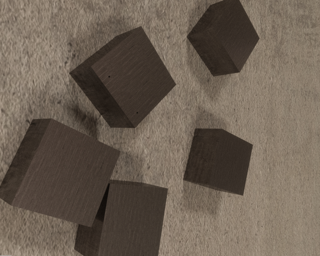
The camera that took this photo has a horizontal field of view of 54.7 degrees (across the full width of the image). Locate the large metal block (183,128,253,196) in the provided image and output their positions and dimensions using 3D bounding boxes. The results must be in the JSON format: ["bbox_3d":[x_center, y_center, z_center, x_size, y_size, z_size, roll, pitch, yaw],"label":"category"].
[{"bbox_3d":[0.089,0.051,0.466,0.080,0.050,0.080,24,75,-38],"label":"large metal block"}]

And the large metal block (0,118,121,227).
[{"bbox_3d":[-0.098,0.044,0.308,0.080,0.050,0.080,31,71,-36],"label":"large metal block"}]

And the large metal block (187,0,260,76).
[{"bbox_3d":[0.099,-0.138,0.474,0.080,0.050,0.080,49,61,-29],"label":"large metal block"}]

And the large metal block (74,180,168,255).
[{"bbox_3d":[-0.043,0.103,0.354,0.081,0.050,0.080,14,81,-39],"label":"large metal block"}]

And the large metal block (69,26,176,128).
[{"bbox_3d":[-0.040,-0.056,0.357,0.080,0.050,0.080,-49,119,-29],"label":"large metal block"}]
